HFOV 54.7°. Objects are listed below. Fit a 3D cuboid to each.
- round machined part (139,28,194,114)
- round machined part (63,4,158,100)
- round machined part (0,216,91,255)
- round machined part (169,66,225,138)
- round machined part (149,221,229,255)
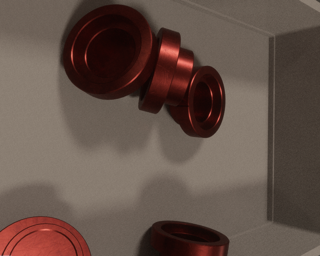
[{"bbox_3d":[0.008,-0.063,0.363,0.042,0.098,0.098,14,80,-11],"label":"round machined part"},{"bbox_3d":[-0.049,-0.076,0.330,0.042,0.098,0.098,37,63,-69],"label":"round machined part"},{"bbox_3d":[-0.107,0.125,0.276,0.099,0.042,0.098,19,46,-21],"label":"round machined part"},{"bbox_3d":[0.049,-0.036,0.431,0.099,0.042,0.097,-7,99,-51],"label":"round machined part"},{"bbox_3d":[0.035,0.152,0.392,0.099,0.098,0.042,12,86,-40],"label":"round machined part"}]
